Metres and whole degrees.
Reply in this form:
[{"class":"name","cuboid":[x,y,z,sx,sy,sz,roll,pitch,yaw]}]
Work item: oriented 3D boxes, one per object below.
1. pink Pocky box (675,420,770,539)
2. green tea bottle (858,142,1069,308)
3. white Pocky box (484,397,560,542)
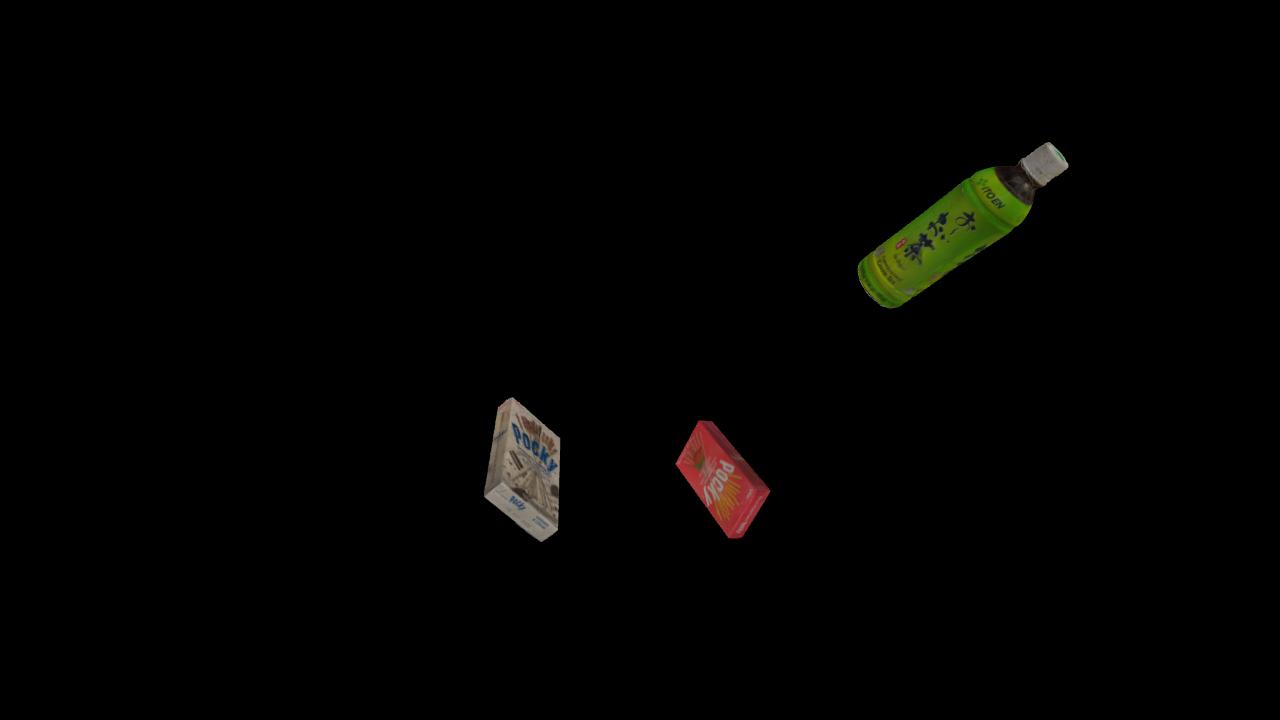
[{"class":"pink Pocky box","cuboid":[0.110,0.161,0.850,0.029,0.084,0.155,10,26,-34]},{"class":"green tea bottle","cuboid":[0.325,-0.137,0.633,0.073,0.073,0.212,0,-31,-35]},{"class":"white Pocky box","cuboid":[-0.121,0.111,0.650,0.028,0.084,0.154,-37,26,13]}]
